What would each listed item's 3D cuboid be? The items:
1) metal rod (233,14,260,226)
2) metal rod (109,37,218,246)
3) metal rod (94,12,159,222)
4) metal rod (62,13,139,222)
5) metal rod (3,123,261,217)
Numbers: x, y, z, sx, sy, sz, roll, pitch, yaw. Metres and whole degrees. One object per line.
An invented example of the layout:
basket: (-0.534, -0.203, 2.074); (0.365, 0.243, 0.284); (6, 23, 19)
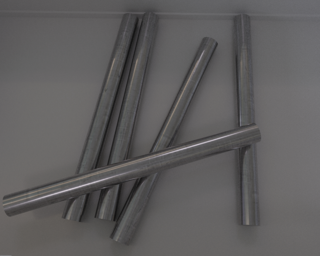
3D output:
metal rod: (0.115, -0.025, 0.419); (0.025, 0.025, 0.299); (3, 70, 1)
metal rod: (0.013, 0.004, 0.408); (0.025, 0.025, 0.300); (23, 71, 8)
metal rod: (-0.040, -0.029, 0.419); (0.025, 0.025, 0.299); (9, 70, 3)
metal rod: (-0.074, -0.028, 0.419); (0.025, 0.025, 0.299); (11, 70, 4)
metal rod: (-0.026, 0.046, 0.364); (0.302, 0.025, 0.025); (-16, 71, -6)
